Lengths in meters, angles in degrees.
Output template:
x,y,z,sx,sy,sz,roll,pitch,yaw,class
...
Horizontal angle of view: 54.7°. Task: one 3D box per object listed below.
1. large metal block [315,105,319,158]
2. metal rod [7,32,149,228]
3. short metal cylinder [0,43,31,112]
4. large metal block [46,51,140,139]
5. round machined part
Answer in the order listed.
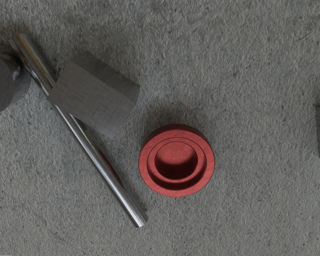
x,y,z,sx,sy,sz,roll,pitch,yaw,class
0.257,0.006,0.402,0.080,0.050,0.080,-13,110,4,large metal block
-0.099,0.016,0.414,0.025,0.025,0.299,-27,108,9,metal rod
-0.205,-0.060,0.371,0.081,0.050,0.079,0,110,-1,short metal cylinder
-0.072,-0.042,0.364,0.080,0.080,0.050,33,107,-12,large metal block
0.021,0.040,0.416,0.099,0.042,0.097,0,110,-1,round machined part
